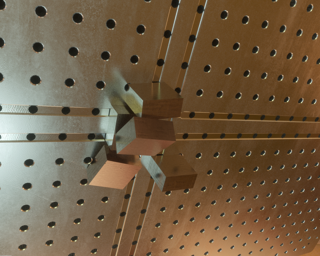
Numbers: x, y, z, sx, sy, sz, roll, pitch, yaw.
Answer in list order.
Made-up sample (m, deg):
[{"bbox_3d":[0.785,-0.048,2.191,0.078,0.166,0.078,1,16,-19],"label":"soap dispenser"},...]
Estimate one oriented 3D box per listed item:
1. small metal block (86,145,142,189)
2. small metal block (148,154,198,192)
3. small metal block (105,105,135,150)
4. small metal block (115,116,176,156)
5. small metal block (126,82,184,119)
[{"bbox_3d":[-0.060,0.052,0.401,0.050,0.025,0.050,16,127,-35],"label":"small metal block"},{"bbox_3d":[0.017,0.063,0.442,0.050,0.050,0.025,-1,119,-28],"label":"small metal block"},{"bbox_3d":[-0.037,-0.001,0.390,0.050,0.025,0.050,0,119,-28],"label":"small metal block"},{"bbox_3d":[-0.018,0.011,0.359,0.050,0.025,0.050,6,153,-31],"label":"small metal block"},{"bbox_3d":[-0.008,-0.033,0.370,0.050,0.050,0.025,-6,121,-25],"label":"small metal block"}]
